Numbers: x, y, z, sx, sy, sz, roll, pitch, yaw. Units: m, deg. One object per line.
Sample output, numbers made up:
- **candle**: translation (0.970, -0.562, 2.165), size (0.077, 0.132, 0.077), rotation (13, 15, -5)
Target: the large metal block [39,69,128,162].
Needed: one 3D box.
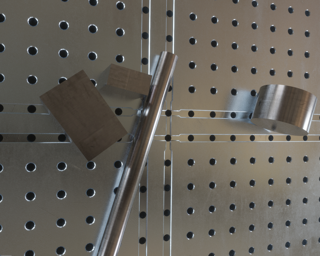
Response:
- **large metal block**: translation (-0.089, -0.013, 0.351), size (0.050, 0.080, 0.080), rotation (-37, 102, -16)

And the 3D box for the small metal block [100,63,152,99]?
- **small metal block**: translation (-0.043, -0.056, 0.383), size (0.050, 0.050, 0.025), rotation (13, 86, -20)

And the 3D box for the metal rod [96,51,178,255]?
- **metal rod**: translation (-0.031, 0.044, 0.401), size (0.025, 0.025, 0.299), rotation (19, 84, -19)

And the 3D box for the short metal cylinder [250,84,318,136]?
- **short metal cylinder**: translation (0.178, -0.025, 0.449), size (0.080, 0.080, 0.050), rotation (20, 84, -19)
